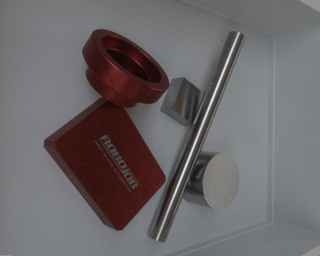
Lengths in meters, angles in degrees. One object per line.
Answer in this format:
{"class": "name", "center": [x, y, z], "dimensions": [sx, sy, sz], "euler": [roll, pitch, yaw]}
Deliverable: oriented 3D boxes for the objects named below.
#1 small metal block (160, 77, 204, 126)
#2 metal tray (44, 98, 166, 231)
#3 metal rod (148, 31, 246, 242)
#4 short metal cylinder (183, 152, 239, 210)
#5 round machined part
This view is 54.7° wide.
{"class": "small metal block", "center": [0.034, -0.036, 0.437], "dimensions": [0.050, 0.025, 0.050], "euler": [32, 70, -36]}
{"class": "metal tray", "center": [-0.057, 0.040, 0.358], "dimensions": [0.090, 0.030, 0.130], "euler": [-44, 117, -31]}
{"class": "metal rod", "center": [0.052, 0.007, 0.422], "dimensions": [0.025, 0.025, 0.299], "euler": [27, 82, -37]}
{"class": "short metal cylinder", "center": [0.071, 0.074, 0.453], "dimensions": [0.081, 0.050, 0.079], "euler": [0, 90, -40]}
{"class": "round machined part", "center": [-0.041, -0.060, 0.340], "dimensions": [0.098, 0.042, 0.098], "euler": [32, 28, -19]}
